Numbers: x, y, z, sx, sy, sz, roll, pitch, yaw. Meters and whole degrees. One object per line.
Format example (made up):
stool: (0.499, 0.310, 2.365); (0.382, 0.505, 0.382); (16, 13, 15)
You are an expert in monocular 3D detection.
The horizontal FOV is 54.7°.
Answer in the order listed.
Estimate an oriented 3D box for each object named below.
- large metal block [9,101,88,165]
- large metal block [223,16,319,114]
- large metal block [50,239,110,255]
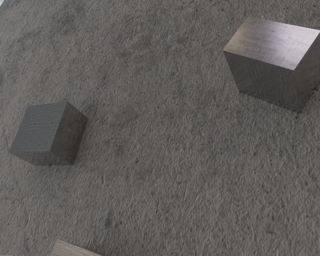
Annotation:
large metal block: (-0.167, 0.010, 0.469); (0.080, 0.050, 0.080); (-4, 60, 26)
large metal block: (0.127, -0.070, 0.345); (0.080, 0.080, 0.050); (29, 78, 37)
large metal block: (-0.080, 0.172, 0.325); (0.080, 0.050, 0.080); (5, 64, 30)
